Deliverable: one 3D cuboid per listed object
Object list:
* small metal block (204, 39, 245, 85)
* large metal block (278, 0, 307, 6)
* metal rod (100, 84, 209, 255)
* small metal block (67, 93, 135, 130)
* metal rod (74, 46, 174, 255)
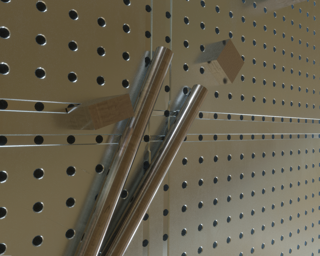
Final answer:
[{"bbox_3d":[0.104,-0.105,0.496,0.050,0.025,0.050,48,61,-29],"label":"small metal block"},{"bbox_3d":[0.275,-0.295,0.602,0.050,0.080,0.080,6,86,-40],"label":"large metal block"},{"bbox_3d":[-0.008,0.064,0.402,0.025,0.025,0.300,44,64,-31],"label":"metal rod"},{"bbox_3d":[-0.065,-0.018,0.338,0.050,0.050,0.025,-23,105,-38],"label":"small metal block"},{"bbox_3d":[-0.043,0.034,0.373,0.025,0.025,0.299,32,70,-36],"label":"metal rod"}]
